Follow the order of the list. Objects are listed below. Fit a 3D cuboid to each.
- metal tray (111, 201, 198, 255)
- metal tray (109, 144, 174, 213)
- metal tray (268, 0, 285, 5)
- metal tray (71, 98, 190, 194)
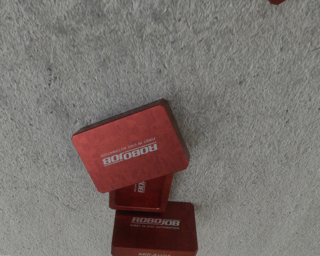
[{"bbox_3d":[-0.009,0.163,0.502,0.131,0.090,0.030,5,130,-5],"label":"metal tray"},{"bbox_3d":[-0.029,0.075,0.467,0.091,0.030,0.129,5,130,-5],"label":"metal tray"},{"bbox_3d":[0.134,-0.177,0.254,0.130,0.030,0.090,-27,125,21],"label":"metal tray"},{"bbox_3d":[-0.037,0.026,0.404,0.130,0.030,0.090,-19,105,15],"label":"metal tray"}]
